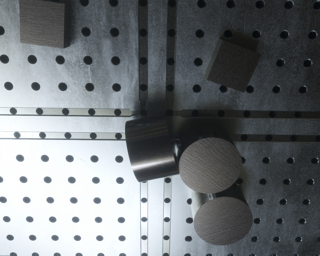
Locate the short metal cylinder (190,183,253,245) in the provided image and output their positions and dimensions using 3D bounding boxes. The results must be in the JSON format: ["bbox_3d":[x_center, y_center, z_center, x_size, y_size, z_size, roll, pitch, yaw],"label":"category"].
[{"bbox_3d":[0.086,0.119,0.445,0.081,0.050,0.079,0,110,0],"label":"short metal cylinder"}]

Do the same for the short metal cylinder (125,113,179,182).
[{"bbox_3d":[-0.009,0.025,0.393,0.050,0.080,0.080,-13,110,5],"label":"short metal cylinder"}]

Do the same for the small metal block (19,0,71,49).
[{"bbox_3d":[-0.135,-0.124,0.366,0.050,0.025,0.050,7,110,-3],"label":"small metal block"}]

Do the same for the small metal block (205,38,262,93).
[{"bbox_3d":[0.089,-0.078,0.385,0.050,0.025,0.050,18,109,-7],"label":"small metal block"}]

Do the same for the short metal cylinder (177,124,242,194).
[{"bbox_3d":[0.064,0.040,0.415,0.081,0.050,0.079,0,110,-1],"label":"short metal cylinder"}]
